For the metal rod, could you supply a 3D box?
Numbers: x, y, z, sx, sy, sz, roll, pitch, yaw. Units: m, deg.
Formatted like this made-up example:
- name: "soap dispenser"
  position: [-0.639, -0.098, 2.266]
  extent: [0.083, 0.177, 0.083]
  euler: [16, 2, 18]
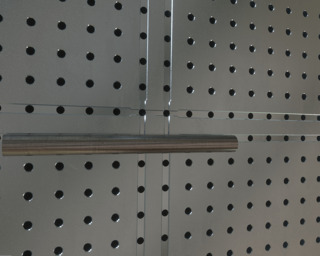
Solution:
- name: "metal rod"
  position: [-0.034, 0.021, 0.400]
  extent: [0.303, 0.025, 0.025]
  euler: [1, 90, -21]
